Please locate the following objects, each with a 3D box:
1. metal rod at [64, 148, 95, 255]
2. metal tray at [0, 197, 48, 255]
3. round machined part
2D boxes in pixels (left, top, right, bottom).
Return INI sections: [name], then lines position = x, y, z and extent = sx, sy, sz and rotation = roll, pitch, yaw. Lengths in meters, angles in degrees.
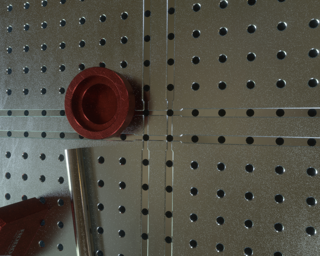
[metal rod]
position = -0.108, 0.178, 0.450
extent = 0.025, 0.025, 0.298
rotation = -9, 87, 20
[metal tray]
position = -0.232, 0.172, 0.459
extent = 0.030, 0.090, 0.129
rotation = 34, 101, 17
[round machined part]
position = -0.079, -0.033, 0.431
extent = 0.098, 0.042, 0.097
rotation = 0, 90, 20
